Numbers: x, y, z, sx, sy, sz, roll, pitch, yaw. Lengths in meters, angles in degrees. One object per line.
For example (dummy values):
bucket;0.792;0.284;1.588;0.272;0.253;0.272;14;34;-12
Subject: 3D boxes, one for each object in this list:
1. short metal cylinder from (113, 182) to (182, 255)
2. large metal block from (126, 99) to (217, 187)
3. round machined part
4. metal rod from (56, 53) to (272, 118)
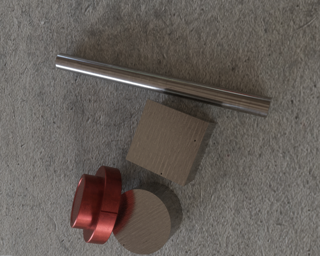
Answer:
short metal cylinder;-0.016;0.114;0.401;0.080;0.050;0.079;0;90;20
large metal block;0.015;0.016;0.390;0.080;0.050;0.080;23;98;18
round machined part;-0.086;0.096;0.399;0.042;0.098;0.097;15;97;-20
metal rod;-0.009;-0.061;0.412;0.301;0.025;0.025;15;95;19
